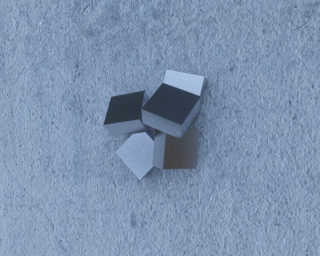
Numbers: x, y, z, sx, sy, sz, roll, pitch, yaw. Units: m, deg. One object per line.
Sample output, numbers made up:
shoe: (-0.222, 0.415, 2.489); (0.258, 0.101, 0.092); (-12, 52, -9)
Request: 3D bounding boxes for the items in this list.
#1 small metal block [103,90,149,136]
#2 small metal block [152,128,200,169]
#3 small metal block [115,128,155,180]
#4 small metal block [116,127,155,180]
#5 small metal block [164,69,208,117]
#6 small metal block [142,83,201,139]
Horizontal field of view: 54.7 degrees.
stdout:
small metal block: (-0.042, -0.019, 0.411); (0.050, 0.025, 0.050); (-8, 50, 19)
small metal block: (0.020, 0.024, 0.387); (0.025, 0.050, 0.050); (6, 92, 58)
small metal block: (-0.022, 0.033, 0.417); (0.050, 0.025, 0.050); (-46, 76, 14)
small metal block: (-0.022, 0.033, 0.417); (0.050, 0.025, 0.050); (-46, 76, 14)
small metal block: (0.030, -0.045, 0.399); (0.050, 0.025, 0.050); (15, 95, 19)
small metal block: (0.014, -0.021, 0.364); (0.050, 0.025, 0.050); (23, 54, 18)
